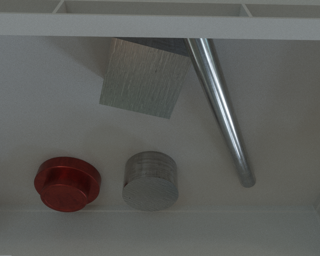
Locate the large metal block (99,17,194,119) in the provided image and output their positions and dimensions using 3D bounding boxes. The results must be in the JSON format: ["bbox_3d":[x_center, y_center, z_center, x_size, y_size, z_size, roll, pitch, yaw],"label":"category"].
[{"bbox_3d":[-0.017,-0.063,0.339,0.081,0.050,0.079,12,129,-11],"label":"large metal block"}]

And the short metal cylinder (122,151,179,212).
[{"bbox_3d":[-0.014,0.080,0.461,0.081,0.050,0.079,0,130,0],"label":"short metal cylinder"}]

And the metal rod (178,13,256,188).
[{"bbox_3d":[0.082,-0.004,0.372,0.025,0.025,0.300,-17,139,14],"label":"metal rod"}]

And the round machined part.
[{"bbox_3d":[-0.143,0.093,0.475,0.099,0.042,0.097,-1,130,0],"label":"round machined part"}]
